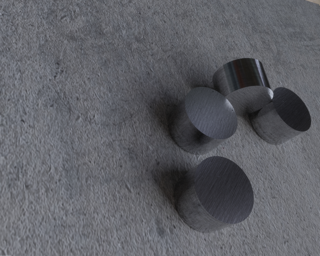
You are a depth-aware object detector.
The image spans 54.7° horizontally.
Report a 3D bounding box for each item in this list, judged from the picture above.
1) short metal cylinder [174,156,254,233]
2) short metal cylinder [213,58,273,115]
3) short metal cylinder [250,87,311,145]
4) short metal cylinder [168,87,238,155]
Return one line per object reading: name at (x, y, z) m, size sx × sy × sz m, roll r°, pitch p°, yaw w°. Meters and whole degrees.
short metal cylinder at (0.064, 0.080, 0.373) m, size 0.081 × 0.050 × 0.080 m, roll 14°, pitch 56°, yaw -21°
short metal cylinder at (0.125, -0.061, 0.473) m, size 0.081 × 0.080 × 0.050 m, roll 6°, pitch 59°, yaw -25°
short metal cylinder at (0.194, -0.019, 0.502) m, size 0.081 × 0.050 × 0.080 m, roll 15°, pitch 56°, yaw -23°
short metal cylinder at (0.058, -0.009, 0.424) m, size 0.081 × 0.050 × 0.080 m, roll 14°, pitch 56°, yaw -21°
